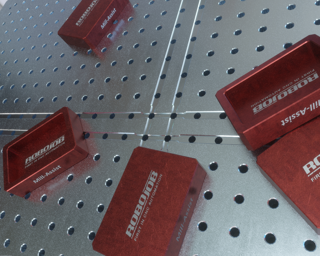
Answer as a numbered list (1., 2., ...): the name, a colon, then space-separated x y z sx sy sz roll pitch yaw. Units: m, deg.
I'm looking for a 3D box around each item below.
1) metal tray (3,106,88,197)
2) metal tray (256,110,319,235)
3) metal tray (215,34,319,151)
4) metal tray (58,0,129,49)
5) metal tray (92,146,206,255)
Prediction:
1. metal tray: -0.180 0.036 0.479 0.130 0.030 0.090 -32 52 7
2. metal tray: 0.173 0.027 0.298 0.130 0.030 0.090 -38 51 2
3. metal tray: 0.134 -0.041 0.337 0.130 0.030 0.090 -31 33 12
4. metal tray: -0.132 -0.220 0.611 0.090 0.030 0.130 21 73 35
5. metal tray: -0.011 0.091 0.356 0.090 0.030 0.130 10 66 32
